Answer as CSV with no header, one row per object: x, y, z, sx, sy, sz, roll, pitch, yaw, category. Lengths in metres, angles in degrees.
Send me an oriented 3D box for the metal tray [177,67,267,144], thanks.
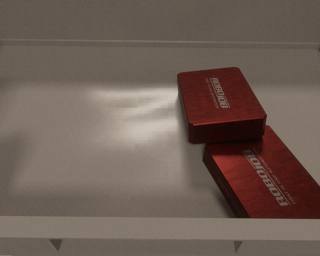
0.075,-0.035,0.409,0.091,0.030,0.130,-6,37,0,metal tray

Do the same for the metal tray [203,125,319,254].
0.118,0.062,0.352,0.091,0.030,0.130,-17,52,-15,metal tray
